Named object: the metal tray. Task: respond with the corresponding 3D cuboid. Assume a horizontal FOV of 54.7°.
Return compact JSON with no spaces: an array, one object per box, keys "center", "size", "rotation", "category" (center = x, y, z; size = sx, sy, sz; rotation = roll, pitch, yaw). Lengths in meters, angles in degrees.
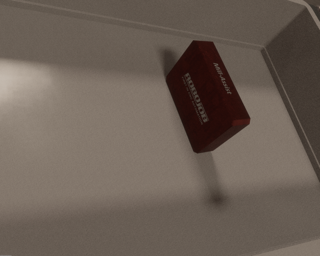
[{"center":[0.059,-0.042,0.423],"size":[0.030,0.090,0.130],"rotation":[-6,65,-31],"category":"metal tray"}]
